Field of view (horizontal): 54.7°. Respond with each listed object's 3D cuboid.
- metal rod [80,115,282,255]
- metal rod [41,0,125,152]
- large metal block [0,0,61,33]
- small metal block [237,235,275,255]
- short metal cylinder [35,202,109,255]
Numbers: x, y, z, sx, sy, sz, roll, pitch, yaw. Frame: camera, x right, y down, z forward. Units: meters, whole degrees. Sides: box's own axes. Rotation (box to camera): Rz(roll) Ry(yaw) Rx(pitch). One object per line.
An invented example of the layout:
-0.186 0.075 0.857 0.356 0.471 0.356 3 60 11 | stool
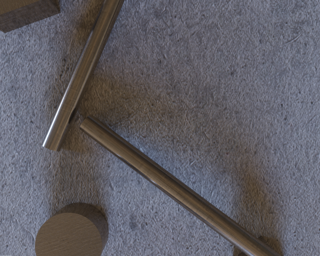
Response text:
0.023 0.081 0.397 0.300 0.025 0.025 36 90 5 | metal rod
-0.085 -0.111 0.409 0.025 0.025 0.299 23 90 0 | metal rod
-0.187 -0.180 0.396 0.080 0.050 0.080 -20 90 0 | large metal block
0.136 0.182 0.411 0.050 0.025 0.050 -41 90 0 | small metal block
-0.110 0.141 0.397 0.081 0.050 0.080 0 90 0 | short metal cylinder
